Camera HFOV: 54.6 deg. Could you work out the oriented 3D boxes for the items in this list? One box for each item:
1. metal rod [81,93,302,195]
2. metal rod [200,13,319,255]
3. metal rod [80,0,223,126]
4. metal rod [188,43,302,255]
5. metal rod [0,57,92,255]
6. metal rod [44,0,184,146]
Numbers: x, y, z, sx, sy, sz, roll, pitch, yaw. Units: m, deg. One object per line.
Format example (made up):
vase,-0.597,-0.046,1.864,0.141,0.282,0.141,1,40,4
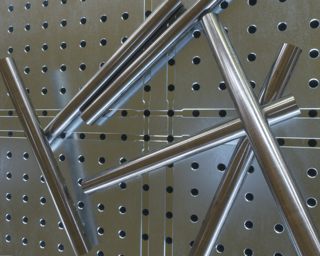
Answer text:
metal rod,0.020,0.030,0.389,0.300,0.025,0.025,-24,82,24
metal rod,0.097,-0.008,0.320,0.025,0.025,0.299,-25,60,18
metal rod,0.002,-0.109,0.412,0.299,0.025,0.025,-41,77,15
metal rod,0.097,0.044,0.378,0.025,0.025,0.299,24,98,18
metal rod,-0.167,0.042,0.449,0.025,0.025,0.299,-22,92,19
metal rod,-0.083,-0.069,0.442,0.299,0.025,0.025,-43,77,15
